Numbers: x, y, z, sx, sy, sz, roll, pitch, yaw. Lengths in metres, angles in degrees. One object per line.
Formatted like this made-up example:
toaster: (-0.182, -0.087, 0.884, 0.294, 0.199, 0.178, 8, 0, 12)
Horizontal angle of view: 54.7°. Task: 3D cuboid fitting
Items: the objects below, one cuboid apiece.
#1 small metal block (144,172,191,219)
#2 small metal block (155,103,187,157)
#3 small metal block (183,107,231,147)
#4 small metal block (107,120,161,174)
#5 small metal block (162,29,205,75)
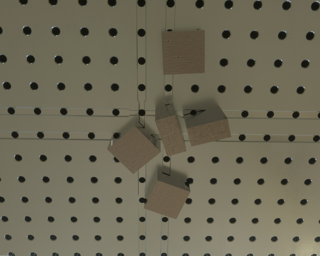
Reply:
small metal block: (0.010, 0.098, 0.450, 0.050, 0.025, 0.050, 21, 109, -8)
small metal block: (0.014, 0.001, 0.401, 0.025, 0.050, 0.050, -17, 110, 6)
small metal block: (0.060, -0.003, 0.400, 0.050, 0.050, 0.025, -14, 110, 5)
small metal block: (-0.035, 0.026, 0.423, 0.050, 0.025, 0.050, -40, 106, 13)
small metal block: (0.028, -0.093, 0.379, 0.050, 0.025, 0.050, -3, 110, 0)
